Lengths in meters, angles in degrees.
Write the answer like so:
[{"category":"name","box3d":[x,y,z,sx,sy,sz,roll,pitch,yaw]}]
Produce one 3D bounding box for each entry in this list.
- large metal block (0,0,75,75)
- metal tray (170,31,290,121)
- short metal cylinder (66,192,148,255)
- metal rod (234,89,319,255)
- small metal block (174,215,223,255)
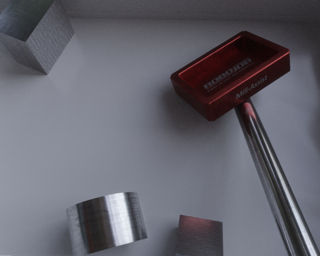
[{"category":"large metal block","box3d":[-0.170,-0.134,0.427,0.050,0.080,0.080,22,72,7]},{"category":"metal tray","box3d":[0.091,-0.073,0.408,0.131,0.030,0.090,-33,43,-9]},{"category":"short metal cylinder","box3d":[-0.058,0.106,0.341,0.081,0.080,0.050,-14,71,-5]},{"category":"metal rod","box3d":[0.114,0.038,0.329,0.025,0.025,0.300,-3,44,-2]},{"category":"small metal block","box3d":[0.044,0.130,0.350,0.050,0.025,0.050,9,36,3]}]
